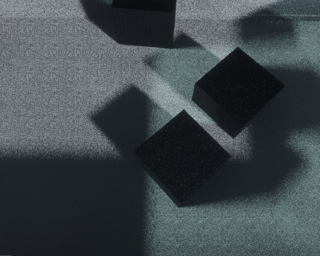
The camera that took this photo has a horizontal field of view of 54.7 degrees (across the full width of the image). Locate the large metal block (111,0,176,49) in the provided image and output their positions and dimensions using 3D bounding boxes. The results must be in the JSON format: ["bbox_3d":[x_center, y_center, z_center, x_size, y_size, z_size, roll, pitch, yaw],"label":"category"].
[{"bbox_3d":[-0.019,-0.160,0.438,0.080,0.080,0.050,5,70,2],"label":"large metal block"}]

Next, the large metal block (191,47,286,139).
[{"bbox_3d":[0.101,-0.047,0.414,0.080,0.050,0.080,-41,75,-14],"label":"large metal block"}]

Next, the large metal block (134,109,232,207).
[{"bbox_3d":[0.026,0.038,0.382,0.080,0.050,0.080,-40,75,-13],"label":"large metal block"}]
